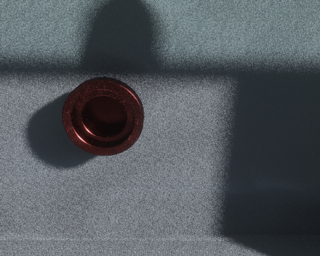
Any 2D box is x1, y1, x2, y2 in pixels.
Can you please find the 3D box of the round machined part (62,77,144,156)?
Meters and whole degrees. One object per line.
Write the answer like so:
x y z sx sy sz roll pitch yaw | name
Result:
-0.069 -0.017 0.395 0.099 0.042 0.097 0 110 -1 | round machined part
